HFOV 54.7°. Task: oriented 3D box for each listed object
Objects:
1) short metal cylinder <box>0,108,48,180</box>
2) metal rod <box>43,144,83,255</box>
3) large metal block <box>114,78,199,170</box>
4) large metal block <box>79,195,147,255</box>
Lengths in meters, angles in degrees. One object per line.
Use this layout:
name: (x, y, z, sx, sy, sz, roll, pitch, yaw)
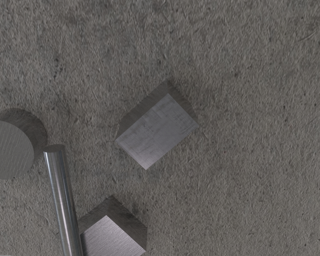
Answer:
short metal cylinder: (-0.195, 0.020, 0.402, 0.081, 0.050, 0.079, 0, 110, 0)
metal rod: (-0.118, 0.164, 0.415, 0.025, 0.025, 0.298, -3, 110, 1)
large metal block: (-0.004, -0.008, 0.378, 0.080, 0.080, 0.050, -41, 105, 13)
large metal block: (-0.076, 0.160, 0.455, 0.080, 0.050, 0.080, -39, 106, 13)
